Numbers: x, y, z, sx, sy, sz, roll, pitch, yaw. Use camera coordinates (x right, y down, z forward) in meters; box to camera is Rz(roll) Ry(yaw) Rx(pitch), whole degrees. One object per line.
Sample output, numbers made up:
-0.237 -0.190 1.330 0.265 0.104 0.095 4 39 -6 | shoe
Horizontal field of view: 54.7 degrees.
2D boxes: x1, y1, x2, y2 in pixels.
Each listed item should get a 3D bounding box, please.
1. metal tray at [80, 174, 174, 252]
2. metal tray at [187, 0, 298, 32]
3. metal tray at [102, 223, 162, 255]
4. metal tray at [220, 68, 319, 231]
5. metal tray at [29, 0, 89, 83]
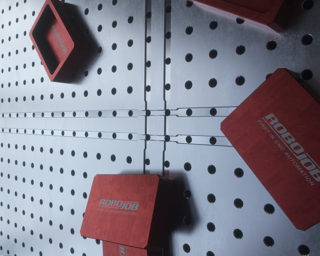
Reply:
-0.048 0.110 0.422 0.130 0.030 0.090 -7 63 39 | metal tray
0.089 -0.167 0.331 0.130 0.030 0.089 35 112 34 | metal tray
-0.039 0.195 0.436 0.090 0.030 0.129 -6 86 39 | metal tray
0.130 0.018 0.298 0.090 0.030 0.130 -48 62 29 | metal tray
-0.183 -0.156 0.553 0.090 0.030 0.130 -45 63 30 | metal tray
